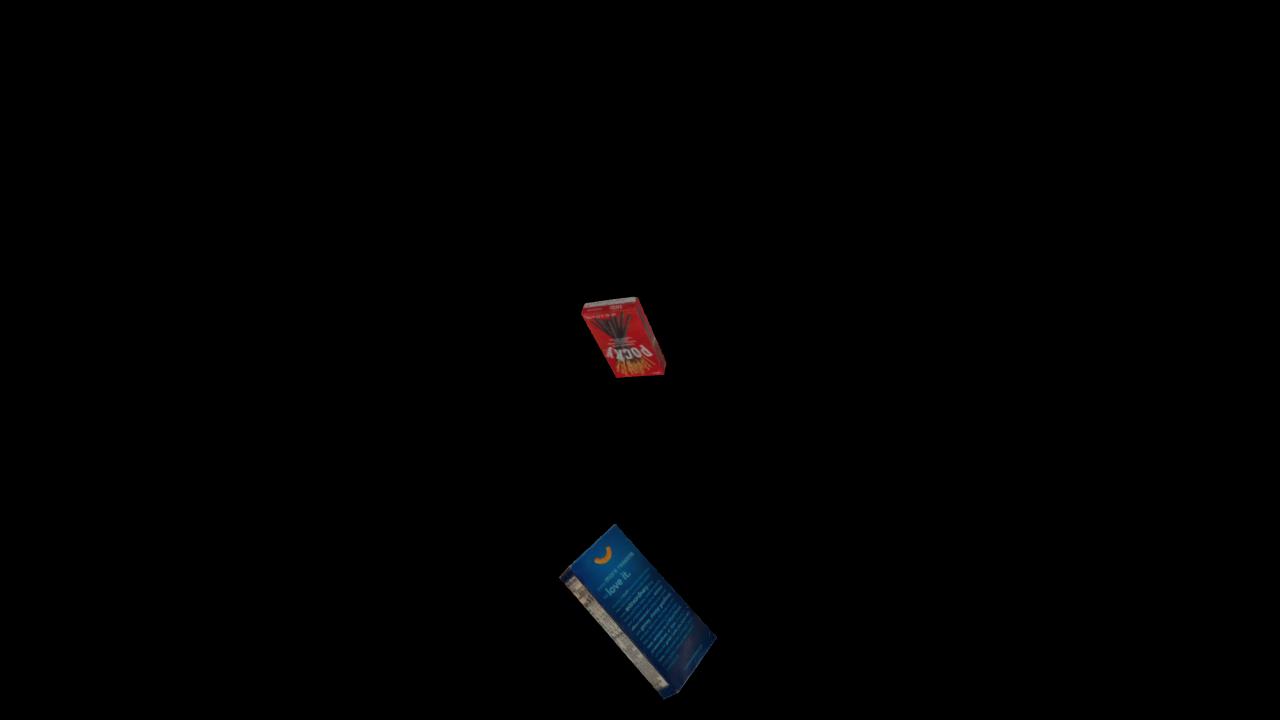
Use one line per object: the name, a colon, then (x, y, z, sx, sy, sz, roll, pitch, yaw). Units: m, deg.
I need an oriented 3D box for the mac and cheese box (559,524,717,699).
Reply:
mac and cheese box: (-0.002, 0.298, 0.739, 0.093, 0.184, 0.041, -33, -15, -46)

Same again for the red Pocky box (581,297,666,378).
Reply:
red Pocky box: (-0.020, -0.029, 0.912, 0.083, 0.028, 0.155, -6, -40, 18)
